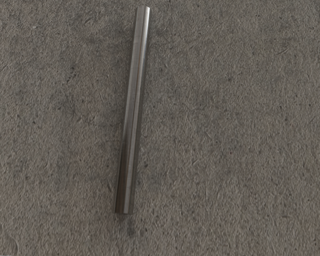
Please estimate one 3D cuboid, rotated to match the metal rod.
[{"bbox_3d":[-0.035,-0.038,0.421,0.025,0.025,0.299,4,70,1],"label":"metal rod"}]
